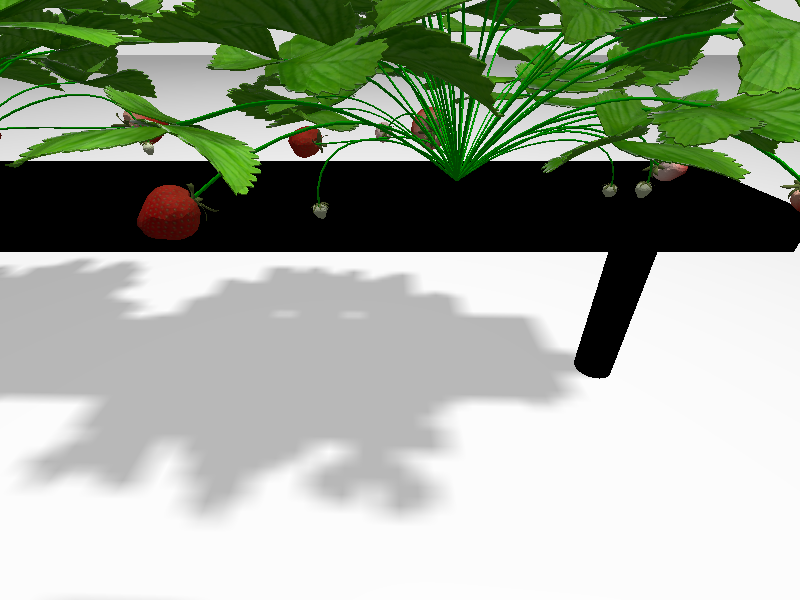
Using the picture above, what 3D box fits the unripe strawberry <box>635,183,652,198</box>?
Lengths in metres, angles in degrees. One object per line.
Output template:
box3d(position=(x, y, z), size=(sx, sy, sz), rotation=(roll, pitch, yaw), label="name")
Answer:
box3d(position=(0.184, -0.083, 0.303), size=(0.011, 0.012, 0.011), rotation=(12, 35, 17), label="unripe strawberry")

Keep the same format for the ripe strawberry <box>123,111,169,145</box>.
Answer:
box3d(position=(-0.295, -0.207, 0.471), size=(0.042, 0.044, 0.046), rotation=(20, 37, 28), label="ripe strawberry")

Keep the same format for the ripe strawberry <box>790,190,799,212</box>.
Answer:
box3d(position=(0.292, -0.072, 0.278), size=(0.028, 0.027, 0.026), rotation=(33, 37, -1), label="ripe strawberry")

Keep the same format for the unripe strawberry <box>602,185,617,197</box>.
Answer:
box3d(position=(0.161, -0.083, 0.307), size=(0.010, 0.010, 0.009), rotation=(13, 35, 19), label="unripe strawberry")

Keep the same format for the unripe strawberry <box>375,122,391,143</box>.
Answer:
box3d(position=(-0.020, -0.198, 0.473), size=(0.020, 0.022, 0.021), rotation=(-14, 18, -20), label="unripe strawberry")

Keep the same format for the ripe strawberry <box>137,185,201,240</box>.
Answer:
box3d(position=(-0.139, -0.051, 0.239), size=(0.035, 0.030, 0.035), rotation=(-36, 43, -14), label="ripe strawberry")

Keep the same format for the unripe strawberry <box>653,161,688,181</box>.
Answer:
box3d(position=(0.230, -0.113, 0.341), size=(0.025, 0.024, 0.027), rotation=(6, 33, -3), label="unripe strawberry")

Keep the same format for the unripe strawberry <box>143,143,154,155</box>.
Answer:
box3d(position=(-0.243, -0.147, 0.388), size=(0.010, 0.011, 0.011), rotation=(-11, 35, -16), label="unripe strawberry")

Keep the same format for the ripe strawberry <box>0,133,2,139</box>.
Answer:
box3d(position=(-0.472, -0.189, 0.451), size=(0.035, 0.030, 0.035), rotation=(-17, 36, -24), label="ripe strawberry")

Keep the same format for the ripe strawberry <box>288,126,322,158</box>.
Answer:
box3d(position=(-0.098, -0.162, 0.410), size=(0.034, 0.029, 0.034), rotation=(16, 36, 24), label="ripe strawberry")

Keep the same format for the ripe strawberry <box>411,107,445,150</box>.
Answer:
box3d(position=(0.033, -0.194, 0.452), size=(0.042, 0.045, 0.045), rotation=(-4, 33, -6), label="ripe strawberry")

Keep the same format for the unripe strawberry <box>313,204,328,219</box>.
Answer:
box3d(position=(-0.054, -0.060, 0.271), size=(0.010, 0.010, 0.011), rotation=(-25, 41, -33), label="unripe strawberry")
